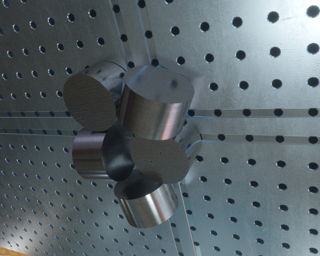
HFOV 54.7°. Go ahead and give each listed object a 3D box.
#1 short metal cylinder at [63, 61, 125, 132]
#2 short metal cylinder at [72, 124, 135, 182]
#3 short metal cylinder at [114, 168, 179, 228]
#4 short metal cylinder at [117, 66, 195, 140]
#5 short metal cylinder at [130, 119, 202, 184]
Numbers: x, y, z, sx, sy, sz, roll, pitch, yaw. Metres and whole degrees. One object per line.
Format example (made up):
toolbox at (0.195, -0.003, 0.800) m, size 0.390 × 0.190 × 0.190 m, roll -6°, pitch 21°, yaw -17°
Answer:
short metal cylinder at (-0.079, -0.042, 0.410) m, size 0.080 × 0.050 × 0.079 m, roll 14°, pitch 125°, yaw 21°
short metal cylinder at (-0.076, 0.035, 0.438) m, size 0.050 × 0.080 × 0.080 m, roll -3°, pitch 117°, yaw 29°
short metal cylinder at (-0.019, 0.096, 0.444) m, size 0.080 × 0.080 × 0.050 m, roll -6°, pitch 116°, yaw 31°
short metal cylinder at (-0.006, -0.031, 0.360) m, size 0.080 × 0.080 × 0.050 m, roll 25°, pitch 127°, yaw 12°
short metal cylinder at (0.009, 0.026, 0.407) m, size 0.080 × 0.050 × 0.079 m, roll 13°, pitch 124°, yaw 20°
